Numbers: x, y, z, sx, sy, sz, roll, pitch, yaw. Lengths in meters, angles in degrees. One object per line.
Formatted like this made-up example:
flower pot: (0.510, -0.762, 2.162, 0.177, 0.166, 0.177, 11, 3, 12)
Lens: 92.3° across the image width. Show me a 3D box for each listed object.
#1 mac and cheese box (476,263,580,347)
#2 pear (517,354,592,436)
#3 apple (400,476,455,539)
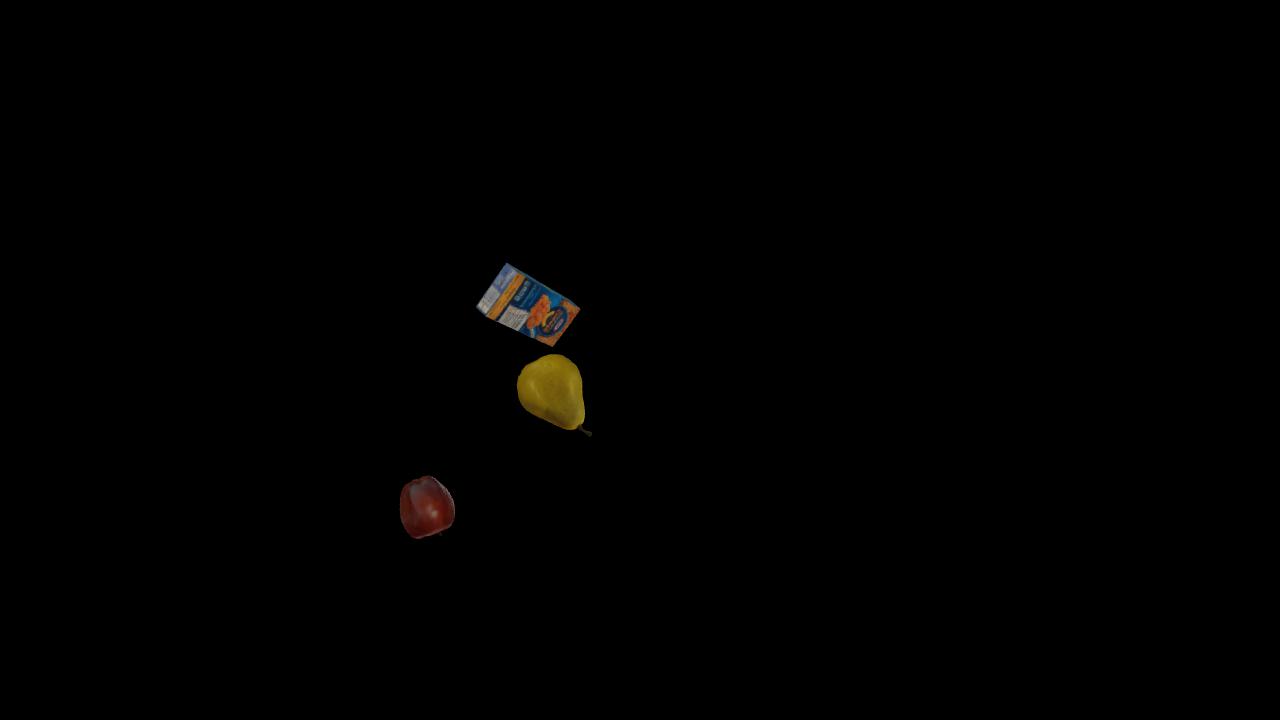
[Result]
mac and cheese box: (-0.190, -0.091, 1.074, 0.041, 0.093, 0.184, 39, 7, 32)
pear: (-0.098, 0.051, 0.736, 0.080, 0.111, 0.080, -26, -15, -7)
apple: (-0.319, 0.222, 0.924, 0.079, 0.093, 0.079, -21, 0, 0)
